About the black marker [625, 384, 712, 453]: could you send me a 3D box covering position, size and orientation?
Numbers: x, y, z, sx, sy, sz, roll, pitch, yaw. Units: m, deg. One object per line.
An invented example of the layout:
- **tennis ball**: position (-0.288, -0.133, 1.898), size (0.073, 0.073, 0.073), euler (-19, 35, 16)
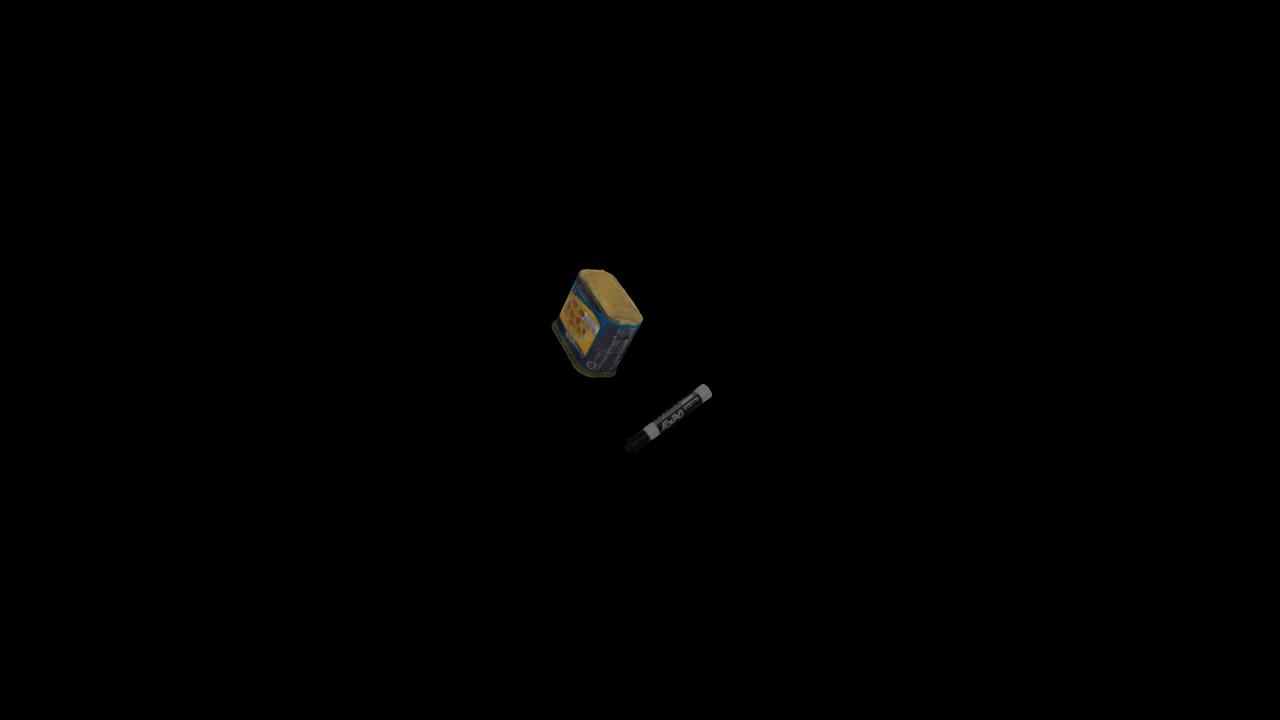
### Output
- **black marker**: position (0.032, 0.069, 0.710), size (0.121, 0.020, 0.020), euler (-35, 12, -18)

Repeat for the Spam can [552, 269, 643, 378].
- **Spam can**: position (-0.051, -0.044, 0.716), size (0.058, 0.085, 0.101), euler (-1, 44, -39)
